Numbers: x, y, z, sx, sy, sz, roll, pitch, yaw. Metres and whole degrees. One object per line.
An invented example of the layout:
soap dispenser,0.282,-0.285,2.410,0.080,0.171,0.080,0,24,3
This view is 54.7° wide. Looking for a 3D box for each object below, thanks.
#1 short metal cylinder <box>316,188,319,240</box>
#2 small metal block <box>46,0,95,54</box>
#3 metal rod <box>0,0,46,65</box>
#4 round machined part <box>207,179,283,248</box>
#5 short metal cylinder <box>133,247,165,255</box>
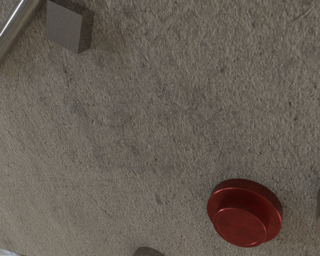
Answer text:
short metal cylinder,0.215,0.097,0.337,0.080,0.050,0.079,13,124,21
small metal block,-0.113,-0.128,0.387,0.050,0.025,0.050,28,128,10
metal rod,-0.177,-0.153,0.405,0.299,0.025,0.025,-31,102,38
round machined part,0.109,0.119,0.412,0.098,0.042,0.097,13,124,21
short metal cylinder,-0.023,0.266,0.568,0.080,0.050,0.079,13,124,21
